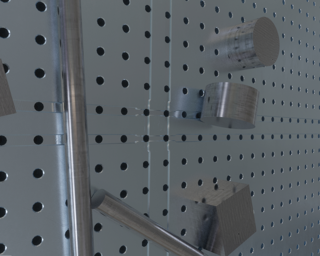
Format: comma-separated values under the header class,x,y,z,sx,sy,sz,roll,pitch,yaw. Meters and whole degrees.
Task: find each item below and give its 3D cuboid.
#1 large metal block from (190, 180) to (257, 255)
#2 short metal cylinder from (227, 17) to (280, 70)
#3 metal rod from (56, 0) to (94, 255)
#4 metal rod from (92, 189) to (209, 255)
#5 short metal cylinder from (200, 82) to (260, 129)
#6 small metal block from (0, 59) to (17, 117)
class,x,y,z,sx,sy,sz,roll,pitch,yaw
large metal block,0.099,0.135,0.477,0.081,0.050,0.079,-20,103,-38
short metal cylinder,0.159,-0.142,0.527,0.081,0.050,0.079,0,90,-40
metal rod,-0.091,-0.004,0.333,0.025,0.025,0.298,-4,93,-40
metal rod,0.024,0.165,0.430,0.300,0.025,0.025,42,65,-32
short metal cylinder,0.104,-0.031,0.461,0.081,0.080,0.050,17,79,-39
small metal block,-0.163,-0.031,0.273,0.050,0.025,0.050,-19,102,-38
